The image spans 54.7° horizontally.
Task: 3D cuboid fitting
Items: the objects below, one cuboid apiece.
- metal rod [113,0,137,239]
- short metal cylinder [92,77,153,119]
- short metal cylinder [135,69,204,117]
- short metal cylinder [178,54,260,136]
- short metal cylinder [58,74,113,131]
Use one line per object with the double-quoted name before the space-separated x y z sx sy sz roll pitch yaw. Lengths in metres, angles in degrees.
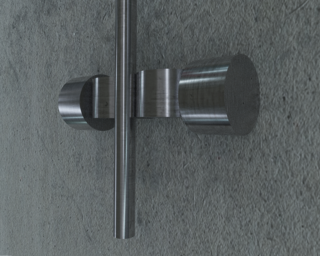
"metal rod" -0.040 -0.024 0.359 0.025 0.025 0.298 1 91 40
"short metal cylinder" -0.049 -0.037 0.411 0.080 0.081 0.050 1 91 40
"short metal cylinder" 0.012 -0.037 0.360 0.080 0.081 0.050 1 91 40
"short metal cylinder" 0.063 -0.033 0.319 0.050 0.081 0.080 1 91 40
"short metal cylinder" -0.099 -0.036 0.452 0.050 0.081 0.080 1 91 40
